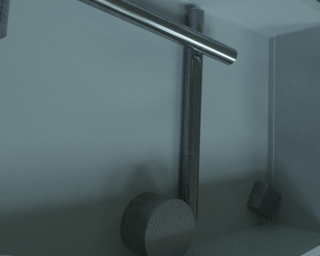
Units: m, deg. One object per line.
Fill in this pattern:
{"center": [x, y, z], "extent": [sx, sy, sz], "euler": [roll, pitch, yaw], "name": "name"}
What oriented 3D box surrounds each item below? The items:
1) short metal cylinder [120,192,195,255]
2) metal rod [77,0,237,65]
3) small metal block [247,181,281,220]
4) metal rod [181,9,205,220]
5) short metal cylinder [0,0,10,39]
{"center": [-0.002, 0.125, 0.391], "extent": [0.081, 0.050, 0.079], "euler": [0, 90, -40], "name": "short metal cylinder"}
{"center": [-0.019, -0.133, 0.372], "extent": [0.302, 0.025, 0.025], "euler": [13, 82, -34], "name": "metal rod"}
{"center": [0.192, 0.134, 0.569], "extent": [0.050, 0.025, 0.050], "euler": [42, 68, -32], "name": "small metal block"}
{"center": [0.047, -0.020, 0.448], "extent": [0.025, 0.025, 0.298], "euler": [4, 88, -40], "name": "metal rod"}
{"center": [-0.160, -0.105, 0.237], "extent": [0.081, 0.080, 0.050], "euler": [6, 86, -40], "name": "short metal cylinder"}
